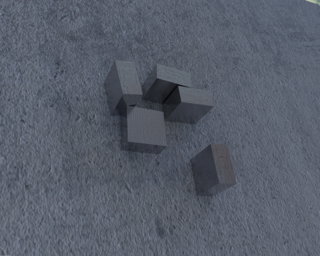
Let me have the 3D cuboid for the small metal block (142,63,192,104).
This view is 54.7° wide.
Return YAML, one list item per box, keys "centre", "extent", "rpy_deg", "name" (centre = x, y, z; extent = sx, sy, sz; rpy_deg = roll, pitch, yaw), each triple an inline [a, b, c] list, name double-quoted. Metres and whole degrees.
- centre: [0.008, -0.057, 0.427]
  extent: [0.050, 0.050, 0.025]
  rpy_deg: [13, 57, -22]
  name: "small metal block"

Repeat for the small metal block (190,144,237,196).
- centre: [0.066, 0.054, 0.390]
  extent: [0.025, 0.050, 0.050]
  rpy_deg: [6, 59, -25]
  name: "small metal block"

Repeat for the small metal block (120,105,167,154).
- centre: [-0.021, 0.003, 0.390]
  extent: [0.050, 0.025, 0.050]
  rpy_deg: [9, 58, -24]
  name: "small metal block"

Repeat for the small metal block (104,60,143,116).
- centre: [-0.048, -0.050, 0.392]
  extent: [0.025, 0.050, 0.050]
  rpy_deg: [-2, 62, -29]
  name: "small metal block"

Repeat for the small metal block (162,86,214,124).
- centre: [0.038, -0.030, 0.426]
  extent: [0.050, 0.050, 0.025]
  rpy_deg: [5, 60, -26]
  name: "small metal block"
